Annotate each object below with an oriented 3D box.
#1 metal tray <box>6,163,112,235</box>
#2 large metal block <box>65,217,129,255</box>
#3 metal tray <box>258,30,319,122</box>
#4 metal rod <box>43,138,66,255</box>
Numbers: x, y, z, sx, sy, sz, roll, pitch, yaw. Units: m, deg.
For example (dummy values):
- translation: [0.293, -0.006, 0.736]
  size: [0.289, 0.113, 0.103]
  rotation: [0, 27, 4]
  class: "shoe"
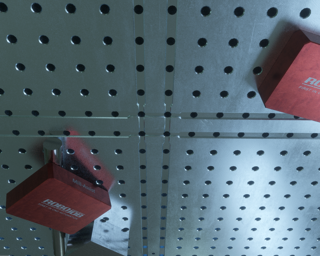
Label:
- translation: [-0.150, 0.112, 0.472]
  size: [0.090, 0.030, 0.130]
  rotation: [-36, 135, 11]
  class: "metal tray"
- translation: [-0.117, 0.218, 0.579]
  size: [0.080, 0.050, 0.080]
  rotation: [37, 121, -27]
  class: "large metal block"
- translation: [0.198, -0.052, 0.367]
  size: [0.131, 0.030, 0.089]
  rotation: [13, 129, -12]
  class: "metal tray"
- translation: [-0.174, 0.134, 0.522]
  size: [0.025, 0.025, 0.298]
  rotation: [7, 130, -7]
  class: "metal rod"
